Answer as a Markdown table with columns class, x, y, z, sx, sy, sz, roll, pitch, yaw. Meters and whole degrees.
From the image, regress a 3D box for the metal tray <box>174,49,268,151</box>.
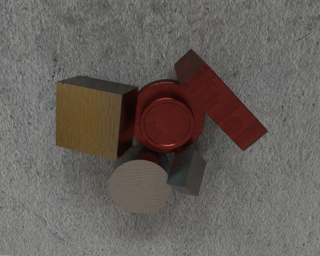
| class | x | y | z | sx | sy | sz | roll | pitch | yaw |
| --- | --- | --- | --- | --- | --- | --- | --- | --- | --- |
| metal tray | 0.060 | -0.038 | 0.341 | 0.030 | 0.130 | 0.090 | -43 | 105 | 14 |

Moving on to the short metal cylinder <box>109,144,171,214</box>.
| class | x | y | z | sx | sy | sz | roll | pitch | yaw |
| --- | --- | --- | --- | --- | --- | --- | --- | --- | --- |
| short metal cylinder | -0.026 | 0.068 | 0.423 | 0.081 | 0.050 | 0.079 | 0 | 110 | -1 |

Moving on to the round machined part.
| class | x | y | z | sx | sy | sz | roll | pitch | yaw |
| --- | --- | --- | --- | --- | --- | --- | --- | --- | --- |
| round machined part | 0.009 | -0.011 | 0.399 | 0.099 | 0.042 | 0.097 | 0 | 110 | -1 |

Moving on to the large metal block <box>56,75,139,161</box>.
| class | x | y | z | sx | sy | sz | roll | pitch | yaw |
| --- | --- | --- | --- | --- | --- | --- | --- | --- | --- |
| large metal block | -0.077 | -0.014 | 0.378 | 0.080 | 0.050 | 0.079 | 13 | 111 | 13 |

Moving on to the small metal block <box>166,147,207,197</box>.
| class | x | y | z | sx | sy | sz | roll | pitch | yaw |
| --- | --- | --- | --- | --- | --- | --- | --- | --- | --- |
| small metal block | 0.037 | 0.058 | 0.408 | 0.025 | 0.050 | 0.050 | 6 | 158 | 30 |
